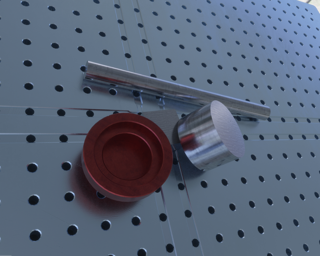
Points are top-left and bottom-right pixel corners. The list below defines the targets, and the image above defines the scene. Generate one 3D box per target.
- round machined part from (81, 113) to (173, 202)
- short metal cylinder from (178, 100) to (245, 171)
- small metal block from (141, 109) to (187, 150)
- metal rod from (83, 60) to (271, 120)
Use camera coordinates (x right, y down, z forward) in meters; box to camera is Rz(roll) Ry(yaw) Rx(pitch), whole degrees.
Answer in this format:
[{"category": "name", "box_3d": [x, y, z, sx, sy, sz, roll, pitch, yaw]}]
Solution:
[{"category": "round machined part", "box_3d": [-0.039, 0.035, 0.351, 0.099, 0.042, 0.098, 8, 62, -16]}, {"category": "short metal cylinder", "box_3d": [0.068, 0.011, 0.405, 0.080, 0.050, 0.080, 36, 39, -36]}, {"category": "small metal block", "box_3d": [0.002, 0.004, 0.408, 0.050, 0.025, 0.050, -7, 66, -32]}, {"category": "metal rod", "box_3d": [0.040, -0.050, 0.462, 0.302, 0.025, 0.025, 10, 57, -23]}]
